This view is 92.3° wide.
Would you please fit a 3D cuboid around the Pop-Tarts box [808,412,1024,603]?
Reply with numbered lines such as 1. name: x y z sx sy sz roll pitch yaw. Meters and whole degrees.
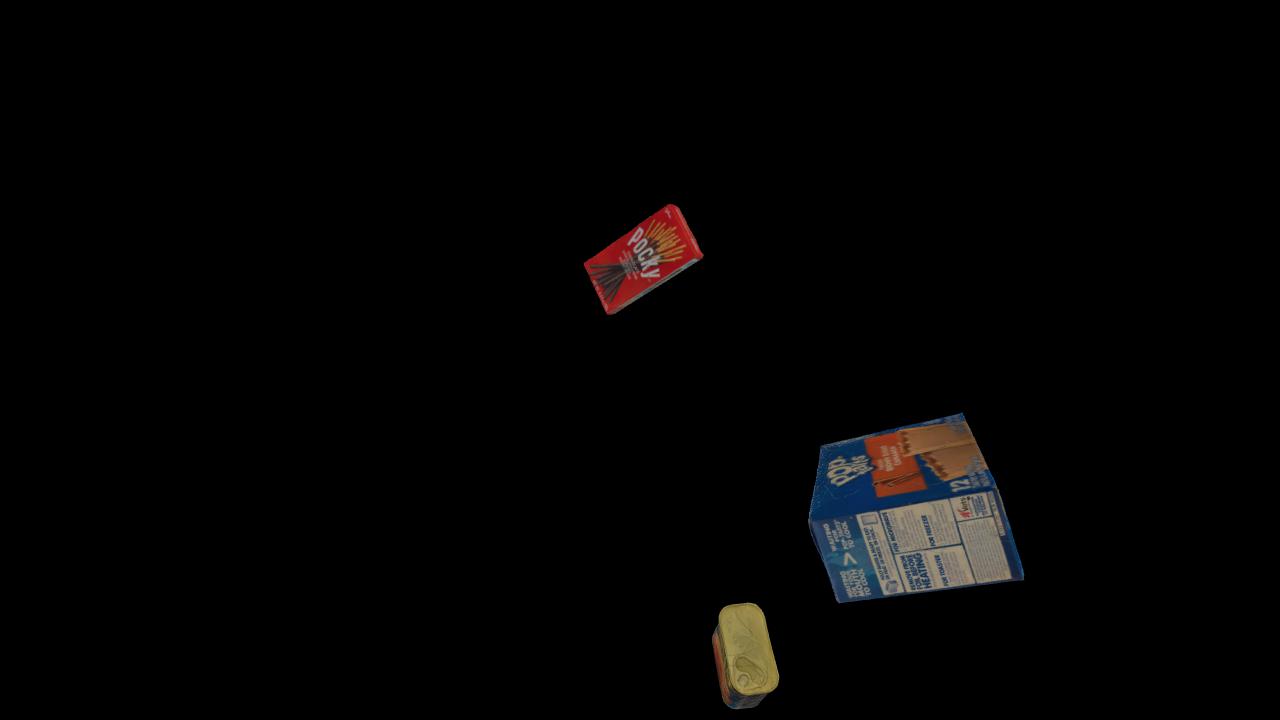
1. Pop-Tarts box: 0.235 0.124 0.546 0.141 0.083 0.167 -18 7 23

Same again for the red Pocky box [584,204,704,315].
1. red Pocky box: 0.001 -0.134 0.827 0.155 0.083 0.028 -30 -12 25

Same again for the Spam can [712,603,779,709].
1. Spam can: 0.125 0.364 0.754 0.058 0.101 0.085 -3 -40 -6
